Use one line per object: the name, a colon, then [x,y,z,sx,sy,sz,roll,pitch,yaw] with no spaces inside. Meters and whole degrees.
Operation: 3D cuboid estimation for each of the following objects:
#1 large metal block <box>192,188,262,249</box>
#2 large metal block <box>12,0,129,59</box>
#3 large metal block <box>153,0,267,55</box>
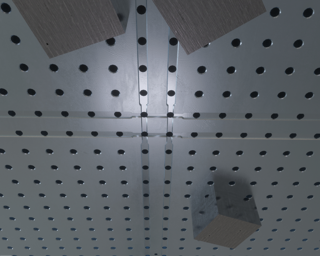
large metal block: [0.110,0.156,0.529,0.080,0.050,0.080,19,128,-16]
large metal block: [-0.083,-0.123,0.290,0.080,0.050,0.080,-15,129,12]
large metal block: [0.039,-0.129,0.286,0.080,0.050,0.080,-26,126,20]
